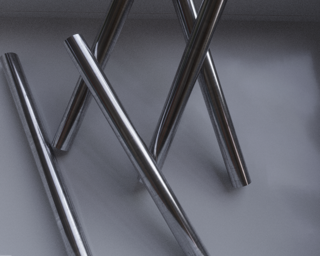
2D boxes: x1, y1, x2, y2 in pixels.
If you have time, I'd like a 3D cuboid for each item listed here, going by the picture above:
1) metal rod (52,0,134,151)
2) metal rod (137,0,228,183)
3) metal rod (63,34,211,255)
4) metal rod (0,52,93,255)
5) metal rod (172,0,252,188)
[{"bbox_3d":[-0.065,-0.110,0.379,0.025,0.025,0.298,27,99,9],"label":"metal rod"},{"bbox_3d":[0.034,-0.070,0.353,0.025,0.025,0.298,22,104,7],"label":"metal rod"},{"bbox_3d":[-0.026,0.027,0.357,0.025,0.025,0.299,-30,89,-11],"label":"metal rod"},{"bbox_3d":[-0.151,0.027,0.397,0.025,0.025,0.299,-24,72,-9],"label":"metal rod"},{"bbox_3d":[0.055,-0.071,0.375,0.025,0.025,0.298,-19,95,-7],"label":"metal rod"}]
